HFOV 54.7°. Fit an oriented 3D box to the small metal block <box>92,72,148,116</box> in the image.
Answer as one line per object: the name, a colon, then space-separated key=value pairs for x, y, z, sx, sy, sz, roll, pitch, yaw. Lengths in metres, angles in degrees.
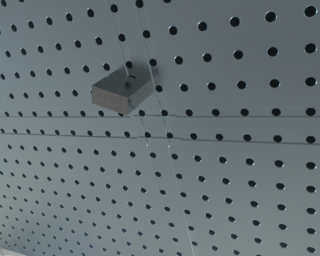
small metal block: x=-0.051 y=-0.045 z=0.392 sx=0.050 sy=0.050 sz=0.025 roll=20 pitch=126 yaw=16
